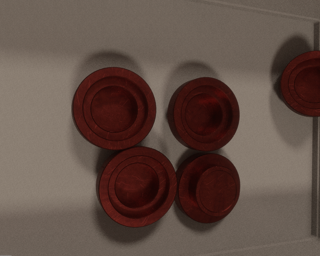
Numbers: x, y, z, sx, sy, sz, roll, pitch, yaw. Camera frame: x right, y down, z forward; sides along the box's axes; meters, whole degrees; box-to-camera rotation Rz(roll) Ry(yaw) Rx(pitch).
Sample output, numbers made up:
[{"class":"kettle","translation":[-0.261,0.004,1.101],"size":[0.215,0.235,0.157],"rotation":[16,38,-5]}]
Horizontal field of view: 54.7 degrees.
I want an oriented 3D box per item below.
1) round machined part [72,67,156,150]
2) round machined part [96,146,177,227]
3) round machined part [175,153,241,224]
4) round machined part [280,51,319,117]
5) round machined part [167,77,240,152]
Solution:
[{"class":"round machined part","translation":[-0.058,-0.022,0.380],"size":[0.099,0.042,0.097],"rotation":[1,88,-20]},{"class":"round machined part","translation":[-0.032,0.071,0.391],"size":[0.099,0.042,0.097],"rotation":[0,90,-21]},{"class":"round machined part","translation":[0.071,0.084,0.429],"size":[0.099,0.042,0.097],"rotation":[0,90,-21]},{"class":"round machined part","translation":[0.234,-0.065,0.474],"size":[0.098,0.042,0.097],"rotation":[0,88,13]},{"class":"round machined part","translation":[0.056,-0.018,0.423],"size":[0.099,0.042,0.097],"rotation":[0,90,-21]}]
